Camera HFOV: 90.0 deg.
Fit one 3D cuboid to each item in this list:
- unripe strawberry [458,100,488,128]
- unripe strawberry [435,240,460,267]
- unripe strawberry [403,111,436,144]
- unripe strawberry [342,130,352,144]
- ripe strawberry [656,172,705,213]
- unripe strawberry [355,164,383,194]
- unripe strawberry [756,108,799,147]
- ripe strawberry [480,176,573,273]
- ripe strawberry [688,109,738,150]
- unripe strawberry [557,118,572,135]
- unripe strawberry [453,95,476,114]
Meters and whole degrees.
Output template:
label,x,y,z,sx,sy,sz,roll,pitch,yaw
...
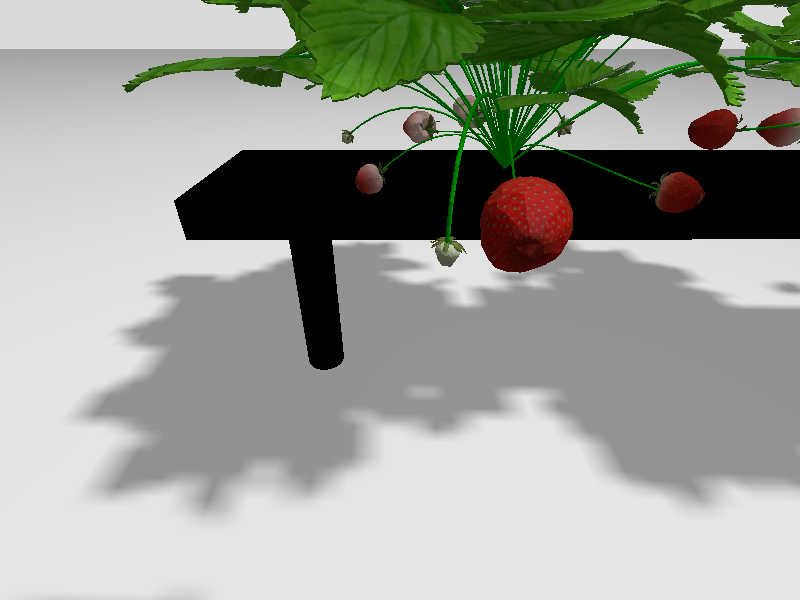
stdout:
label,x,y,z,sx,sy,sz,roll,pitch,yaw
unripe strawberry,0.085,-0.221,0.477,0.036,0.031,0.036,-1,33,-1
unripe strawberry,0.022,-0.021,0.183,0.011,0.012,0.013,11,35,17
unripe strawberry,0.019,-0.179,0.414,0.035,0.031,0.032,-23,39,-30
unripe strawberry,-0.055,-0.169,0.416,0.012,0.013,0.011,-22,14,43
ripe strawberry,0.175,-0.066,0.250,0.022,0.025,0.024,-24,41,-32
unripe strawberry,-0.022,-0.085,0.283,0.019,0.020,0.018,-35,43,-13
unripe strawberry,0.388,-0.176,0.408,0.038,0.037,0.035,17,37,25
ripe strawberry,0.059,-0.032,0.186,0.043,0.045,0.046,6,35,8
ripe strawberry,0.308,-0.169,0.398,0.038,0.037,0.035,10,35,15
unripe strawberry,0.185,-0.194,0.449,0.016,0.018,0.018,22,26,29
unripe strawberry,0.085,-0.243,0.510,0.036,0.033,0.033,-1,33,-1
